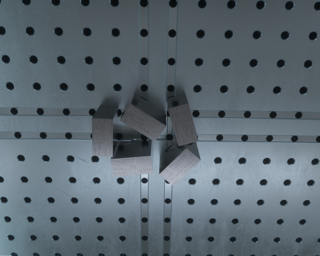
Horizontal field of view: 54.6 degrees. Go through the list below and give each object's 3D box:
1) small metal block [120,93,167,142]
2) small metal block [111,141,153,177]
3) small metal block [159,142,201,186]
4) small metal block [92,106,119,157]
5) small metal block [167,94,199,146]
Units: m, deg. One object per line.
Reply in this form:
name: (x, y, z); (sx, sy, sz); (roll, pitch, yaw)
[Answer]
small metal block: (-0.020, -0.015, 0.394); (0.050, 0.050, 0.025); (32, 108, -12)
small metal block: (-0.035, 0.040, 0.414); (0.050, 0.050, 0.025); (-5, 110, 1)
small metal block: (0.025, 0.041, 0.415); (0.025, 0.050, 0.050); (41, 105, -13)
small metal block: (-0.070, 0.003, 0.401); (0.025, 0.050, 0.050); (3, 111, -1)
small metal block: (0.028, -0.012, 0.395); (0.025, 0.050, 0.050); (-15, 109, 5)
